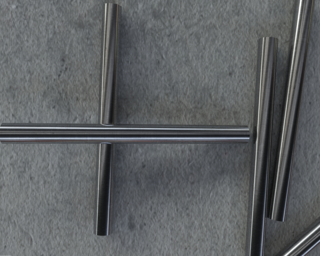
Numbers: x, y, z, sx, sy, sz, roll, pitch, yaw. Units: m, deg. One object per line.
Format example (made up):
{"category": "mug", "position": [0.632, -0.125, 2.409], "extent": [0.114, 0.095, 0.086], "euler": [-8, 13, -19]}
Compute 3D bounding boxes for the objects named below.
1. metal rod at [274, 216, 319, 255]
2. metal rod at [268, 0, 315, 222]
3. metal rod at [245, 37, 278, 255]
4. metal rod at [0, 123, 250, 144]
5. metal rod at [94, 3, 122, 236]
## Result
{"category": "metal rod", "position": [0.145, 0.195, 0.412], "extent": [0.300, 0.025, 0.025], "euler": [-41, 91, -1]}
{"category": "metal rod", "position": [0.174, -0.027, 0.412], "extent": [0.025, 0.025, 0.298], "euler": [8, 90, -1]}
{"category": "metal rod", "position": [0.135, 0.031, 0.411], "extent": [0.025, 0.025, 0.298], "euler": [4, 90, -1]}
{"category": "metal rod", "position": [-0.035, 0.007, 0.388], "extent": [0.302, 0.025, 0.025], "euler": [0, 90, -9]}
{"category": "metal rod", "position": [-0.069, -0.011, 0.409], "extent": [0.025, 0.025, 0.298], "euler": [2, 90, -1]}
